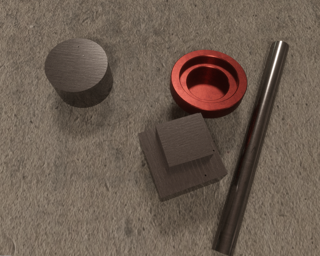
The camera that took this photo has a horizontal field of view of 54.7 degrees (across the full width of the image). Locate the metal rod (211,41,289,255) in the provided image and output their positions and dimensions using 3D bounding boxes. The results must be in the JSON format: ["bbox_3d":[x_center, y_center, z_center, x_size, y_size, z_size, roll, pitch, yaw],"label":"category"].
[{"bbox_3d":[0.124,0.012,0.405,0.025,0.025,0.300,20,71,6],"label":"metal rod"}]

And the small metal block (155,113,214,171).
[{"bbox_3d":[0.026,0.016,0.349,0.050,0.025,0.050,-16,71,-6],"label":"small metal block"}]

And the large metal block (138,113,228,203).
[{"bbox_3d":[0.025,0.037,0.382,0.081,0.050,0.080,-19,71,-7],"label":"large metal block"}]

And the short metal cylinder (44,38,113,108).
[{"bbox_3d":[-0.108,-0.074,0.420,0.081,0.050,0.080,0,70,0],"label":"short metal cylinder"}]

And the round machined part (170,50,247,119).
[{"bbox_3d":[0.062,-0.054,0.415,0.099,0.042,0.098,1,61,-2],"label":"round machined part"}]
